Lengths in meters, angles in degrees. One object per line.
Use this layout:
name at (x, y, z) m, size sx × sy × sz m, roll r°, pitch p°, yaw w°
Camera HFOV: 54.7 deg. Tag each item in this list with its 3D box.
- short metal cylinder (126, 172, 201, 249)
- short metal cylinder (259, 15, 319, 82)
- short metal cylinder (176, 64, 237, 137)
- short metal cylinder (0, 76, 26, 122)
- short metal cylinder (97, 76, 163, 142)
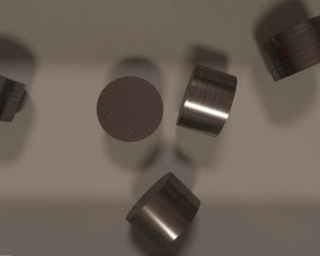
short metal cylinder at (0.004, 0.101, 0.384) m, size 0.050 × 0.080 × 0.080 m, roll 45°, pitch 90°, yaw 0°
short metal cylinder at (0.172, -0.097, 0.386) m, size 0.080 × 0.080 × 0.050 m, roll -24°, pitch 90°, yaw 0°
short metal cylinder at (0.056, -0.034, 0.385) m, size 0.050 × 0.080 × 0.080 m, roll 18°, pitch 90°, yaw 0°
short metal cylinder at (-0.215, -0.044, 0.381) m, size 0.080 × 0.080 × 0.050 m, roll 20°, pitch 90°, yaw -1°
short metal cylinder at (-0.036, -0.023, 0.398) m, size 0.081 × 0.050 × 0.079 m, roll 0°, pitch 90°, yaw -1°
